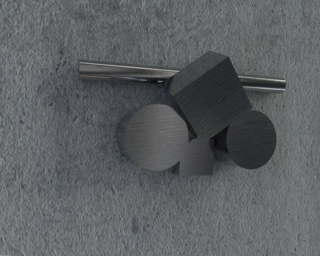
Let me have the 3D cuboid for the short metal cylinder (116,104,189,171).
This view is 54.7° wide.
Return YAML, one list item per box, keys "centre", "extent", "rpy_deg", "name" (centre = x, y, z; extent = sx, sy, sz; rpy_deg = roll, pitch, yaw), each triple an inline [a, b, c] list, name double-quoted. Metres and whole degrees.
- centre: [-0.011, 0.011, 0.392]
  extent: [0.081, 0.050, 0.079]
  rpy_deg: [0, 90, -20]
  name: "short metal cylinder"

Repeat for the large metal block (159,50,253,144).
- centre: [0.060, -0.041, 0.400]
  extent: [0.080, 0.050, 0.080]
  rpy_deg: [-36, 119, -3]
  name: "large metal block"

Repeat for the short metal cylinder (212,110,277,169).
- centre: [0.115, 0.016, 0.439]
  extent: [0.081, 0.050, 0.079]
  rpy_deg: [0, 90, -20]
  name: "short metal cylinder"

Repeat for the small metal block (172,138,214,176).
- centre: [0.046, 0.039, 0.428]
  extent: [0.050, 0.025, 0.050]
  rpy_deg: [2, 89, -20]
  name: "small metal block"

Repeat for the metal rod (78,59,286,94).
- centre: [0.044, -0.068, 0.426]
  extent: [0.302, 0.025, 0.025]
  rpy_deg: [1, 90, -20]
  name: "metal rod"
